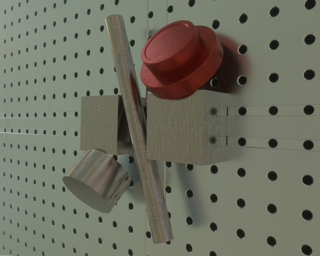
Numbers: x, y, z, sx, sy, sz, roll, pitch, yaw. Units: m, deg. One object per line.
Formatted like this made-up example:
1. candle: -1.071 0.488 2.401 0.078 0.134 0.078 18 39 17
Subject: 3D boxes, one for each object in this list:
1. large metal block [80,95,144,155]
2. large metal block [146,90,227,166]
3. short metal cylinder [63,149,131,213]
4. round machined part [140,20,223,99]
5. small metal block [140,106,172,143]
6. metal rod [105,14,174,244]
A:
1. large metal block: -0.070 -0.005 0.452 0.080 0.050 0.079 3 92 40
2. large metal block: 0.031 -0.001 0.368 0.080 0.050 0.079 1 91 40
3. short metal cylinder: -0.088 0.076 0.438 0.080 0.050 0.080 23 145 18
4. round machined part: 0.018 -0.083 0.352 0.098 0.042 0.098 -22 44 23
5. small metal block: -0.011 -0.004 0.420 0.050 0.025 0.050 1 91 40
6. metal rod: -0.029 -0.007 0.400 0.025 0.025 0.299 -22 76 38
